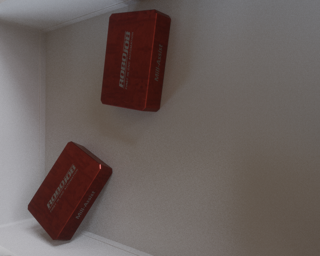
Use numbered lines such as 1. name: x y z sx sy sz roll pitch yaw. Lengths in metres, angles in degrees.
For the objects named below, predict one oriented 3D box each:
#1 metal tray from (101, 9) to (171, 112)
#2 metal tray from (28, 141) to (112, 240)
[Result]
1. metal tray: -0.036 -0.092 0.431 0.090 0.030 0.129 12 98 39
2. metal tray: -0.144 0.097 0.489 0.090 0.030 0.130 30 87 35
